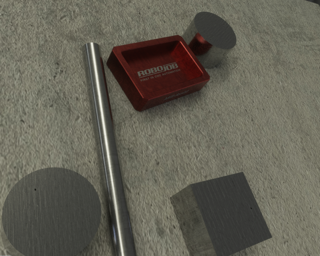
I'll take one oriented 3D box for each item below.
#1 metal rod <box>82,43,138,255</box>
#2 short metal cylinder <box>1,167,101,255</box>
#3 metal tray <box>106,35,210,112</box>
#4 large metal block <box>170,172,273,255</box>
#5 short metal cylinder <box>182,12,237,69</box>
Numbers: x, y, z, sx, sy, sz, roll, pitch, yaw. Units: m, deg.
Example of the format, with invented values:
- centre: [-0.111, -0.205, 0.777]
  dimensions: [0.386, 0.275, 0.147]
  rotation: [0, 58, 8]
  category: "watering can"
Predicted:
- centre: [-0.060, 0.025, 0.355]
  dimensions: [0.025, 0.025, 0.299]
  rotation: [0, 62, -28]
  category: "metal rod"
- centre: [-0.100, 0.083, 0.283]
  dimensions: [0.081, 0.050, 0.080]
  rotation: [14, 56, -21]
  category: "short metal cylinder"
- centre: [0.000, -0.084, 0.451]
  dimensions: [0.131, 0.030, 0.090]
  rotation: [-23, 74, -36]
  category: "metal tray"
- centre: [0.069, 0.104, 0.362]
  dimensions: [0.081, 0.050, 0.080]
  rotation: [-6, 65, -31]
  category: "large metal block"
- centre: [0.080, -0.147, 0.521]
  dimensions: [0.081, 0.050, 0.080]
  rotation: [14, 56, -21]
  category: "short metal cylinder"
